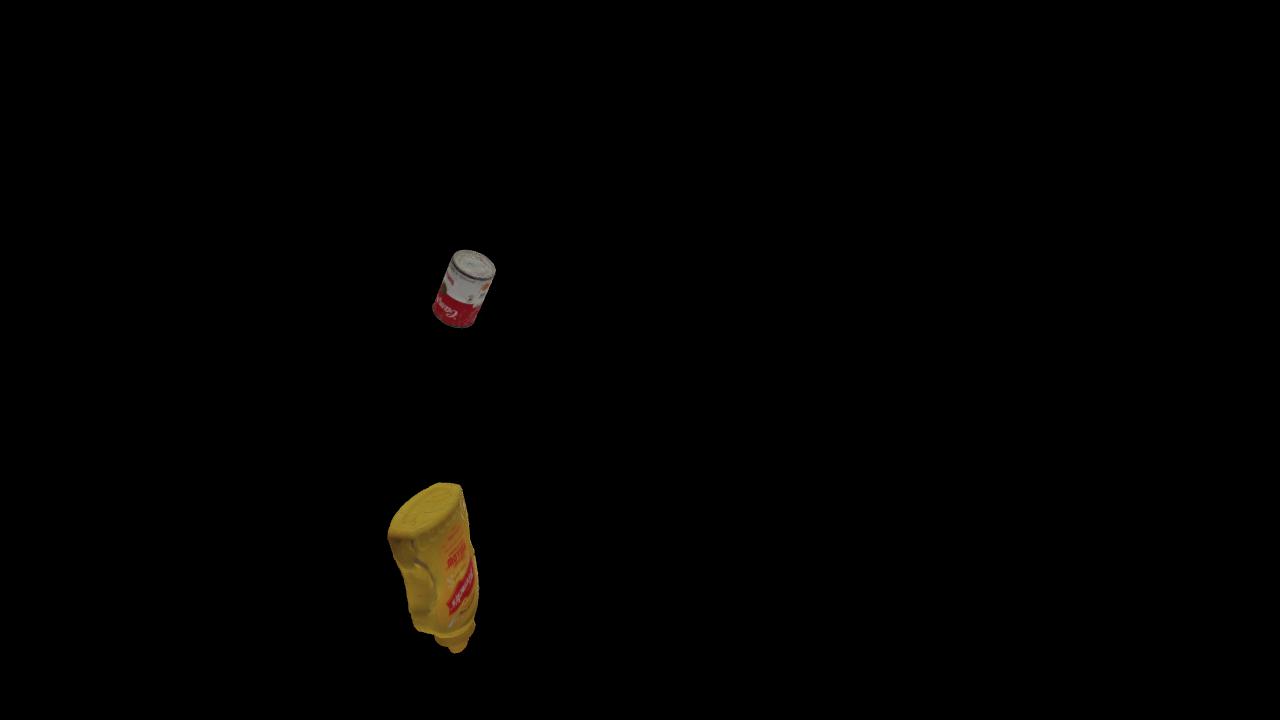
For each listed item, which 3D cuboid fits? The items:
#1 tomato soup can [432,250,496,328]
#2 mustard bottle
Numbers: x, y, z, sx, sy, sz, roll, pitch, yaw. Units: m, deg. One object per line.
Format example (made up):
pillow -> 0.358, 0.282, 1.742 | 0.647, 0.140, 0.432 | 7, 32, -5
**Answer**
tomato soup can -> -0.265, -0.107, 0.928 | 0.068, 0.068, 0.101 | 0, -43, -41
mustard bottle -> -0.200, 0.224, 0.626 | 0.054, 0.184, 0.092 | 0, 22, 10
